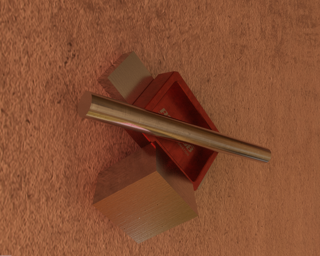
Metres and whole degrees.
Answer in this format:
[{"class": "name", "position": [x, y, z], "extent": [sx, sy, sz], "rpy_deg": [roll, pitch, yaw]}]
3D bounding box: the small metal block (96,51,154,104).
[{"class": "small metal block", "position": [-0.039, -0.056, 0.375], "extent": [0.050, 0.025, 0.050], "rpy_deg": [52, 59, -28]}]

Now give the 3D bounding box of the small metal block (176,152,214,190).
[{"class": "small metal block", "position": [0.045, 0.053, 0.446], "extent": [0.050, 0.025, 0.050], "rpy_deg": [46, 62, -31]}]

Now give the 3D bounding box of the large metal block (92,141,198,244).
[{"class": "large metal block", "position": [-0.015, 0.074, 0.349], "extent": [0.080, 0.080, 0.050], "rpy_deg": [51, 18, -28]}]

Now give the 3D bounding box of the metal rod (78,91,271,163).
[{"class": "metal rod", "position": [0.045, 0.010, 0.374], "extent": [0.302, 0.025, 0.025], "rpy_deg": [16, 80, -39]}]

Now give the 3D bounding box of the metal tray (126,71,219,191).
[{"class": "metal tray", "position": [0.022, 0.006, 0.390], "extent": [0.130, 0.030, 0.090], "rpy_deg": [51, 60, -28]}]
